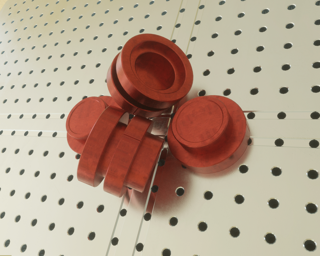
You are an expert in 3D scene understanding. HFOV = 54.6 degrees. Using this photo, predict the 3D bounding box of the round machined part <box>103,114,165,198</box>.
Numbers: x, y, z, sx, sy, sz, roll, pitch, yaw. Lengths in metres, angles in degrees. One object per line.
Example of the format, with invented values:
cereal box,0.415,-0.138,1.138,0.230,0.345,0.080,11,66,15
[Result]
round machined part,-0.026,0.037,0.365,0.042,0.098,0.098,23,71,3

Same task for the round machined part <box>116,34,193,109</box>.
round machined part,-0.010,-0.069,0.401,0.042,0.099,0.098,-41,35,56

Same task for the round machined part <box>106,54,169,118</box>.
round machined part,-0.026,-0.058,0.426,0.042,0.099,0.098,-41,35,56

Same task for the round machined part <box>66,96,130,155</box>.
round machined part,-0.097,-0.007,0.453,0.098,0.042,0.098,-13,56,21

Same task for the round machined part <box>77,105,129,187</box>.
round machined part,-0.056,0.026,0.370,0.042,0.098,0.098,22,71,3

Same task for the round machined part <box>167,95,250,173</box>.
round machined part,0.053,0.001,0.370,0.098,0.042,0.098,-13,56,21
